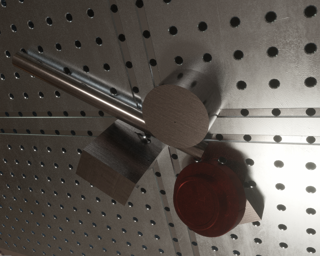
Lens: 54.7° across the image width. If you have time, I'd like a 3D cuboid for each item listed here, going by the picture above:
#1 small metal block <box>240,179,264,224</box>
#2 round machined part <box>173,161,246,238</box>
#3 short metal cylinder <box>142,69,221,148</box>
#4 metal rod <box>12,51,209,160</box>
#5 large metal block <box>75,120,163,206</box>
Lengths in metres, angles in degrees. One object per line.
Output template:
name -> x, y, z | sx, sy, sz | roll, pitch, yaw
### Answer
small metal block -> 0.104, 0.102, 0.419 | 0.050, 0.025, 0.050 | -27, 104, 37
round machined part -> 0.056, 0.092, 0.400 | 0.098, 0.042, 0.097 | 2, 93, 39
short metal cylinder -> 0.026, -0.023, 0.366 | 0.080, 0.050, 0.079 | 13, 124, 20
metal rod -> -0.075, -0.035, 0.427 | 0.301, 0.025, 0.025 | 27, 128, 11
large metal block -> -0.056, 0.046, 0.432 | 0.080, 0.080, 0.050 | 32, 128, 7
